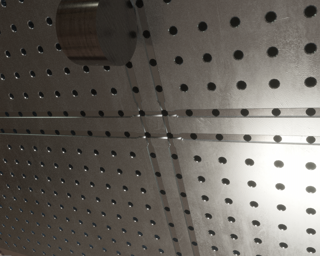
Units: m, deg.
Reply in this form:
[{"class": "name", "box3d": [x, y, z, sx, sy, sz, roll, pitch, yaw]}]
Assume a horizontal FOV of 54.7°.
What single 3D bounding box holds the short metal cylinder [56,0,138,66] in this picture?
[{"class": "short metal cylinder", "box3d": [-0.067, -0.109, 0.342, 0.050, 0.080, 0.079, 6, 121, 25]}]
